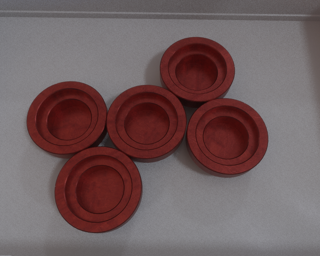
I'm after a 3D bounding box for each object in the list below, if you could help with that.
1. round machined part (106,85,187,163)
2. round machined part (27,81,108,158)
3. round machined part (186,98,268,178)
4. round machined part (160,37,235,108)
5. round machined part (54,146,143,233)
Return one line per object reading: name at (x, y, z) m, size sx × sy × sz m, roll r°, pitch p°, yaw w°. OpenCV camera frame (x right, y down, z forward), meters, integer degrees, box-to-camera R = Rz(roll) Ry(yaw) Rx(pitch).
round machined part at (-0.016, -0.003, 0.398) m, size 0.099 × 0.042 × 0.098 m, roll 0°, pitch 70°, yaw 0°
round machined part at (-0.114, -0.008, 0.400) m, size 0.099 × 0.042 × 0.098 m, roll 0°, pitch 70°, yaw 0°
round machined part at (0.082, 0.015, 0.393) m, size 0.099 × 0.042 × 0.098 m, roll 0°, pitch 70°, yaw 0°
round machined part at (0.049, -0.072, 0.424) m, size 0.099 × 0.042 × 0.098 m, roll 0°, pitch 70°, yaw 0°
round machined part at (-0.070, 0.074, 0.370) m, size 0.099 × 0.042 × 0.098 m, roll 0°, pitch 70°, yaw 0°
